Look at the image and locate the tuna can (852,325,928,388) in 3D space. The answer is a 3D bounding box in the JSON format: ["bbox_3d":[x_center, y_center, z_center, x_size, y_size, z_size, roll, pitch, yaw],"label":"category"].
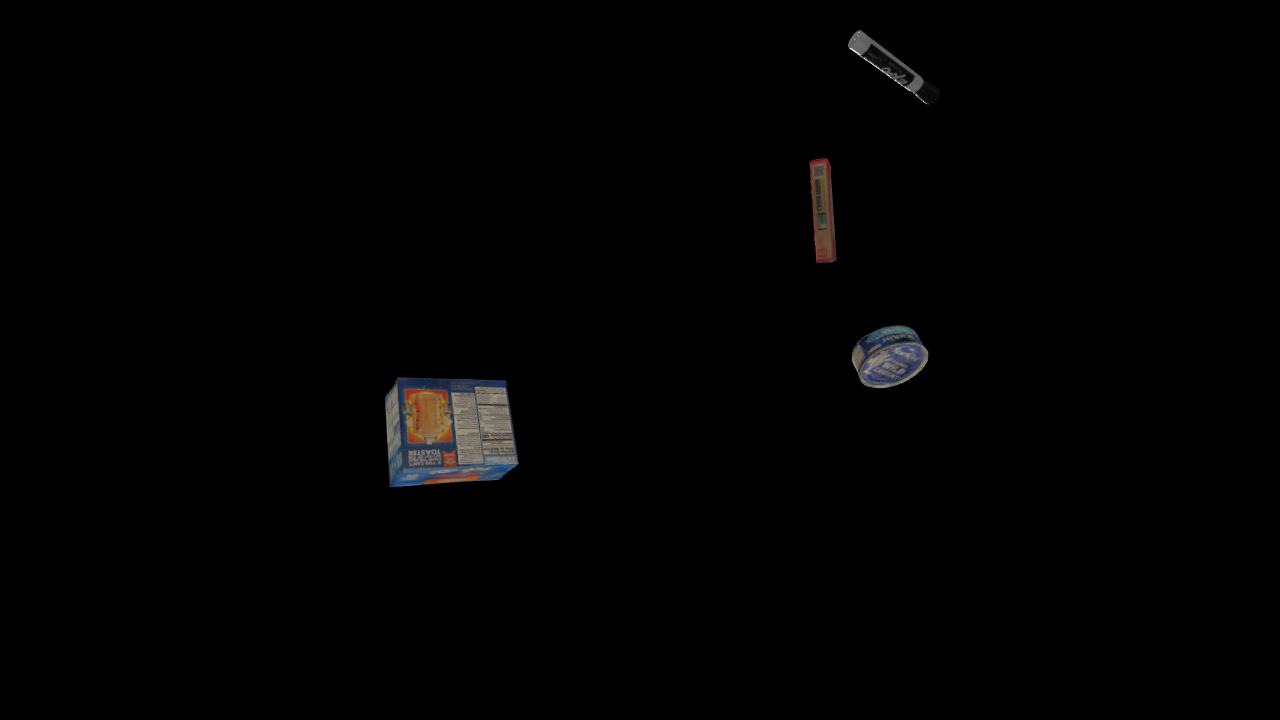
[{"bbox_3d":[0.306,-0.004,0.756,0.084,0.034,0.084,-5,-41,-5],"label":"tuna can"}]

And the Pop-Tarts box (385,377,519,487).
[{"bbox_3d":[-0.284,0.107,0.922,0.167,0.141,0.083,3,-29,-34],"label":"Pop-Tarts box"}]

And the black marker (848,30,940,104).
[{"bbox_3d":[0.271,-0.307,0.650,0.121,0.020,0.020,23,-8,-20],"label":"black marker"}]

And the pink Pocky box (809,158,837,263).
[{"bbox_3d":[0.288,-0.232,0.965,0.029,0.155,0.084,-3,10,21],"label":"pink Pocky box"}]
